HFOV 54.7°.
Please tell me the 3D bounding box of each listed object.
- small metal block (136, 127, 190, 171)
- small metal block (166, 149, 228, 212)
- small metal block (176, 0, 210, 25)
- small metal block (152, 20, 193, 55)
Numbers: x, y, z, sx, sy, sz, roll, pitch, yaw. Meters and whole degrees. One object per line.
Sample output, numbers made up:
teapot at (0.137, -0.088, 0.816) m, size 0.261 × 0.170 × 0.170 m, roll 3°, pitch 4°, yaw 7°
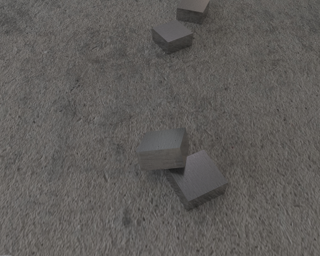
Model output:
small metal block at (0.005, 0.024, 0.363) m, size 0.050 × 0.025 × 0.050 m, roll -7°, pitch 24°, yaw 15°
small metal block at (0.041, 0.059, 0.354) m, size 0.050 × 0.025 × 0.050 m, roll -21°, pitch 53°, yaw -17°
small metal block at (0.064, -0.227, 0.594) m, size 0.050 × 0.025 × 0.050 m, roll 16°, pitch 52°, yaw 13°
small metal block at (0.021, -0.158, 0.536) m, size 0.050 × 0.025 × 0.050 m, roll -26°, pitch 55°, yaw -20°
